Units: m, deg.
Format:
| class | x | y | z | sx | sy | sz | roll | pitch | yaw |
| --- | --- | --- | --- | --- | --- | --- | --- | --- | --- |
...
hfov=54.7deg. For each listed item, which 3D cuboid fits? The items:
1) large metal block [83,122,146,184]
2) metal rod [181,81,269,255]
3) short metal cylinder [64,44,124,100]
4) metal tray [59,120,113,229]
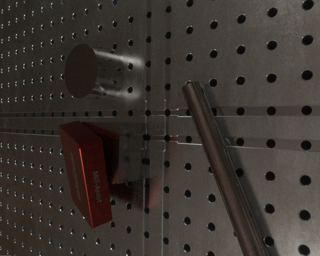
| class | x | y | z | sx | sy | sz | roll | pitch | yaw |
| --- | --- | --- | --- | --- | --- | --- | --- | --- | --- |
| large metal block | -0.068 | 0.032 | 0.447 | 0.080 | 0.050 | 0.079 | 2 | 91 | 39 |
| metal rod | 0.085 | 0.086 | 0.338 | 0.025 | 0.025 | 0.299 | -30 | 72 | 36 |
| short metal cylinder | -0.101 | -0.084 | 0.474 | 0.080 | 0.050 | 0.079 | 0 | 90 | 39 |
| metal tray | -0.106 | 0.064 | 0.438 | 0.090 | 0.030 | 0.129 | 28 | 127 | 52 |
